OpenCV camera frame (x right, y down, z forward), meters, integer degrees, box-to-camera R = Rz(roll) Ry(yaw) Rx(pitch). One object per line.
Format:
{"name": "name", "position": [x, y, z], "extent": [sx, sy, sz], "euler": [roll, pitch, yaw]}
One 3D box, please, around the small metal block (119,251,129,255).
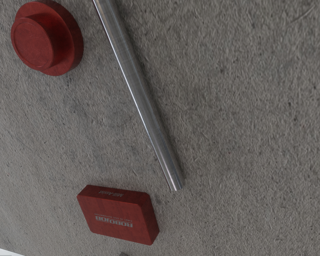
{"name": "small metal block", "position": [-0.082, 0.281, 0.608], "extent": [0.025, 0.050, 0.050], "euler": [28, 128, 11]}

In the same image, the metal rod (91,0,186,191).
{"name": "metal rod", "position": [-0.026, -0.048, 0.391], "extent": [0.025, 0.025, 0.299], "euler": [-8, 115, 31]}

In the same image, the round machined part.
{"name": "round machined part", "position": [-0.154, -0.114, 0.407], "extent": [0.098, 0.042, 0.097], "euler": [13, 124, 21]}

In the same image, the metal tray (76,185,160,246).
{"name": "metal tray", "position": [-0.073, 0.148, 0.534], "extent": [0.130, 0.030, 0.089], "euler": [1, 119, 27]}
